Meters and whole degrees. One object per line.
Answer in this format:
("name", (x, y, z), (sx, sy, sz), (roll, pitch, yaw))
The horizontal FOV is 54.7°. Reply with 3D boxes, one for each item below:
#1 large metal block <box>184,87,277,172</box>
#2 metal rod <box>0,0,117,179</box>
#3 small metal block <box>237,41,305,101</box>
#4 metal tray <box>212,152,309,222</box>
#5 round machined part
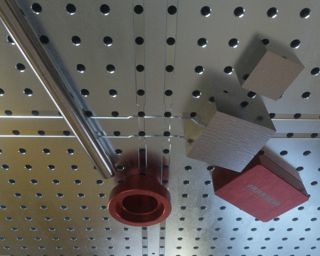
("large metal block", (0.086, 0.004, 0.400), (0.081, 0.050, 0.079), (17, 128, -15))
("metal rod", (-0.120, -0.041, 0.374), (0.025, 0.025, 0.299), (-13, 129, 11))
("small metal block", (0.127, -0.065, 0.358), (0.050, 0.025, 0.050), (18, 128, -16))
("metal tray", (0.160, 0.097, 0.494), (0.130, 0.030, 0.090), (33, 123, -25))
("round machined part", (-0.031, 0.113, 0.496), (0.099, 0.042, 0.097), (-1, 130, 0))
